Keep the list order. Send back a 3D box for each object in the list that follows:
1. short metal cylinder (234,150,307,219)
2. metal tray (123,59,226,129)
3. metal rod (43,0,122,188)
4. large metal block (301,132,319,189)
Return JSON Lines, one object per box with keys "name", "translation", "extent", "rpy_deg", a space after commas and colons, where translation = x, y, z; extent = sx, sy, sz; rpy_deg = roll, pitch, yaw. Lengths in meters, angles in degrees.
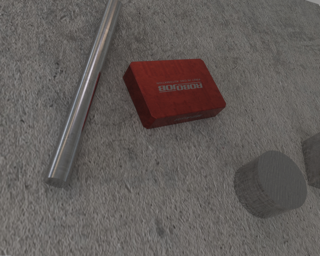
{"name": "short metal cylinder", "translation": [0.149, 0.077, 0.421], "extent": [0.081, 0.050, 0.080], "rpy_deg": [14, 56, -21]}
{"name": "metal tray", "translation": [0.023, -0.053, 0.445], "extent": [0.131, 0.030, 0.090], "rpy_deg": [-11, 67, -33]}
{"name": "metal rod", "translation": [-0.088, -0.068, 0.397], "extent": [0.025, 0.025, 0.300], "rpy_deg": [20, 54, -17]}
{"name": "large metal block", "translation": [0.287, 0.059, 0.506], "extent": [0.080, 0.050, 0.080], "rpy_deg": [20, 54, -17]}
